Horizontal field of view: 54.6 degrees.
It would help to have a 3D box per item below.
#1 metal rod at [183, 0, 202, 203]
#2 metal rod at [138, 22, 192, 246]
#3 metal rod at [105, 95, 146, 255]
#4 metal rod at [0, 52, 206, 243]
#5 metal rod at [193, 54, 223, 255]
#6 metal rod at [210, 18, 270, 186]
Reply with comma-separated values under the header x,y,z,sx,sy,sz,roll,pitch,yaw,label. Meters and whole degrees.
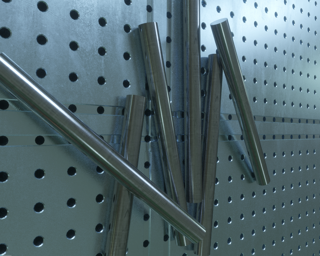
x,y,z,sx,sy,sz,roll,pitch,yaw,label
0.047,-0.044,0.446,0.025,0.025,0.298,-1,91,-40,metal rod
0.009,0.014,0.415,0.025,0.025,0.298,-16,100,-39,metal rod
-0.047,0.109,0.368,0.025,0.025,0.299,12,83,-39,metal rod
-0.052,0.037,0.337,0.300,0.025,0.025,44,63,-22,metal rod
0.074,0.037,0.470,0.025,0.025,0.299,8,85,-40,metal rod
0.135,-0.026,0.499,0.025,0.025,0.299,-42,122,-32,metal rod
